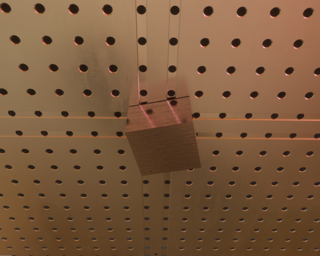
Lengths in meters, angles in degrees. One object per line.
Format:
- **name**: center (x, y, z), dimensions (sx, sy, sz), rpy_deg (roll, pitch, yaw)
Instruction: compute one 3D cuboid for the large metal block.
- **large metal block**: center (0.007, 0.012, 0.404), dimensions (0.080, 0.050, 0.080), rpy_deg (-9, 130, 8)
